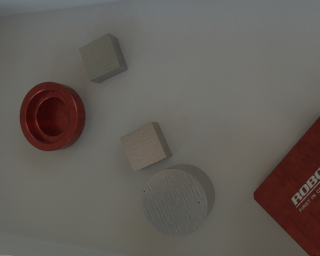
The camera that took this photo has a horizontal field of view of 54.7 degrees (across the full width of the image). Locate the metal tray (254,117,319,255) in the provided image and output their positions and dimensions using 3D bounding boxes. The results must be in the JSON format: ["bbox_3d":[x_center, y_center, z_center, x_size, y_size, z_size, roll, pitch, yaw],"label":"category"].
[{"bbox_3d":[0.173,0.056,0.324,0.130,0.030,0.090,-54,43,12],"label":"metal tray"}]

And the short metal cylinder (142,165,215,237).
[{"bbox_3d":[0.025,0.088,0.388,0.080,0.050,0.079,0,90,19],"label":"short metal cylinder"}]

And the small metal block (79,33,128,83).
[{"bbox_3d":[-0.080,-0.097,0.437,0.050,0.025,0.050,-22,83,18],"label":"small metal block"}]

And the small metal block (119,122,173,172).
[{"bbox_3d":[-0.019,0.025,0.416,0.050,0.025,0.050,-26,82,17],"label":"small metal block"}]

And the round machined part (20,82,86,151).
[{"bbox_3d":[-0.151,-0.016,0.453,0.098,0.042,0.097,0,90,19],"label":"round machined part"}]
